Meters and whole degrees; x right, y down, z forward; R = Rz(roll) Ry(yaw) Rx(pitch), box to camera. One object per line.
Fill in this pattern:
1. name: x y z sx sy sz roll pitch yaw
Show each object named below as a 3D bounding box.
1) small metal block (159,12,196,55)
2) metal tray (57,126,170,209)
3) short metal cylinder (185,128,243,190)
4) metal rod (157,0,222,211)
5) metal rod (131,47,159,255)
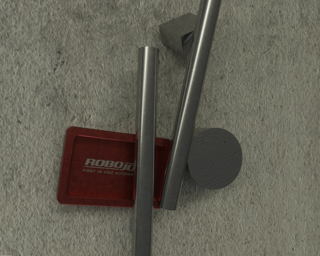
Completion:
1. small metal block: 0.035 -0.125 0.407 0.050 0.050 0.025 -29 134 -18
2. metal tray: -0.055 0.050 0.386 0.131 0.030 0.089 8 87 -20
3. short metal cylinder: 0.063 0.039 0.421 0.081 0.050 0.079 0 90 -21
4. metal rod: 0.039 -0.049 0.374 0.025 0.025 0.298 11 93 -20
5. metal rod: -0.019 0.054 0.370 0.025 0.025 0.298 2 89 -20
